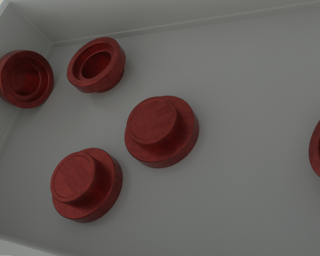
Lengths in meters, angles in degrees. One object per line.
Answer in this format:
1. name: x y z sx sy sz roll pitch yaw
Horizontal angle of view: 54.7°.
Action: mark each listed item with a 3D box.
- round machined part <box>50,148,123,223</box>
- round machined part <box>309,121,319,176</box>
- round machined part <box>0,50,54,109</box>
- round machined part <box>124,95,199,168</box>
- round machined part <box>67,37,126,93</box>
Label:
1. round machined part: -0.102 0.069 0.404 0.098 0.042 0.098 -13 56 20
2. round machined part: 0.184 0.012 0.269 0.097 0.042 0.098 -57 12 19
3. round machined part: -0.237 -0.085 0.532 0.042 0.098 0.098 13 68 34
4. round machined part: -0.003 -0.002 0.396 0.098 0.042 0.098 -13 56 20
5. round machined part: -0.098 -0.096 0.503 0.098 0.042 0.098 -13 56 20
